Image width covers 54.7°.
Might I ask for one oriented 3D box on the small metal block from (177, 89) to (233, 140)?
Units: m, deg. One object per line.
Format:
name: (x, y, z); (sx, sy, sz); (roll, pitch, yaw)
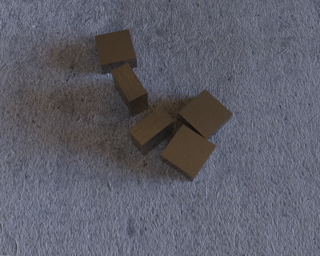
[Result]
small metal block: (0.059, -0.015, 0.414); (0.050, 0.025, 0.050); (-42, 75, -14)

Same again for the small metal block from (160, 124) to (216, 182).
small metal block: (0.036, 0.032, 0.397); (0.050, 0.025, 0.050); (34, 73, 11)

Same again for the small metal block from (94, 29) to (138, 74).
small metal block: (-0.063, -0.110, 0.448); (0.050, 0.025, 0.050); (-13, 71, -5)

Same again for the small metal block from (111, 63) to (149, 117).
small metal block: (-0.039, -0.050, 0.413); (0.025, 0.050, 0.050); (-29, 73, -10)

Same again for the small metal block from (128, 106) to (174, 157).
small metal block: (-0.010, 0.005, 0.393); (0.050, 0.050, 0.025); (-38, 75, -13)
